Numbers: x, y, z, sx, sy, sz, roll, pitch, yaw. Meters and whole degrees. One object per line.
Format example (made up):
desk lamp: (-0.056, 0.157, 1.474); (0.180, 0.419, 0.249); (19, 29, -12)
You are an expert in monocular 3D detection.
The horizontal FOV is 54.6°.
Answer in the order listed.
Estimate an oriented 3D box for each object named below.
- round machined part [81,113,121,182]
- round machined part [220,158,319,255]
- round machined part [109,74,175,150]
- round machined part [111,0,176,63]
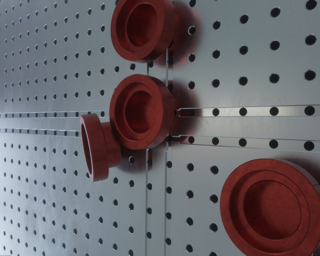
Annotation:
round machined part: (-0.086, 0.026, 0.453); (0.098, 0.042, 0.098); (171, 90, -70)
round machined part: (0.112, 0.079, 0.303); (0.098, 0.042, 0.098); (-5, 82, 40)
round machined part: (-0.020, -0.021, 0.415); (0.098, 0.042, 0.097); (0, 90, 39)
round machined part: (-0.018, -0.135, 0.414); (0.098, 0.042, 0.097); (0, 90, 40)
